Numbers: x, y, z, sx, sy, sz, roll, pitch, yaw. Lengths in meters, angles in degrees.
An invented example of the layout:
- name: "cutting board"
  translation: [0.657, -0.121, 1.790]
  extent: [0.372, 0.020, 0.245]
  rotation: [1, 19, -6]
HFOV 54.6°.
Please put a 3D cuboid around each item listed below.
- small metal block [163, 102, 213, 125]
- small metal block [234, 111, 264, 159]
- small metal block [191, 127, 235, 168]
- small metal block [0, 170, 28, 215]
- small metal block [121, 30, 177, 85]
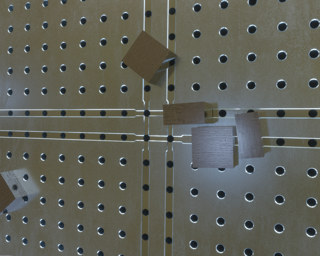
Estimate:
- name: "small metal block"
  translation: [0.036, -0.017, 0.387]
  extent: [0.050, 0.050, 0.025]
  rotation: [-3, 89, 20]
- name: "small metal block"
  translation: [0.106, 0.008, 0.362]
  extent: [0.025, 0.050, 0.050]
  rotation: [-8, 88, 20]
- name: "small metal block"
  translation: [0.068, 0.024, 0.389]
  extent: [0.050, 0.025, 0.050]
  rotation: [-2, 90, 20]
- name: "small metal block"
  translation: [-0.252, 0.105, 0.503]
  extent: [0.050, 0.025, 0.050]
  rotation: [-41, 77, 15]
- name: "small metal block"
  translation: [-0.015, -0.094, 0.418]
  extent: [0.050, 0.025, 0.050]
  rotation: [40, 103, 15]
